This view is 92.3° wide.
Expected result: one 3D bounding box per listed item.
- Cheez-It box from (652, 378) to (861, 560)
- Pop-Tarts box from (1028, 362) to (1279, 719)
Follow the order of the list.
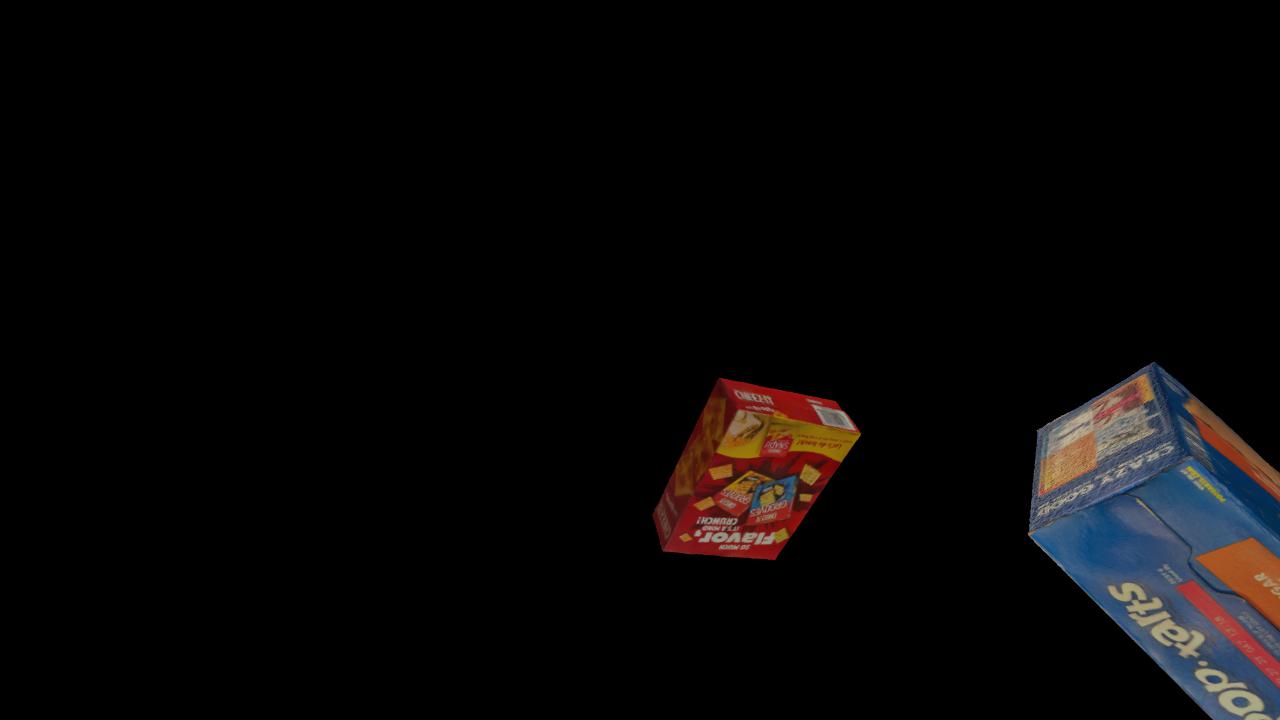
[{"bbox_3d":[0.132,0.139,0.738,0.166,0.223,0.071,11,29,-20],"label":"Cheez-It box"},{"bbox_3d":[0.307,0.103,0.325,0.141,0.167,0.083,-28,-18,-52],"label":"Pop-Tarts box"}]
